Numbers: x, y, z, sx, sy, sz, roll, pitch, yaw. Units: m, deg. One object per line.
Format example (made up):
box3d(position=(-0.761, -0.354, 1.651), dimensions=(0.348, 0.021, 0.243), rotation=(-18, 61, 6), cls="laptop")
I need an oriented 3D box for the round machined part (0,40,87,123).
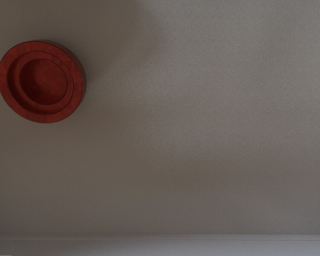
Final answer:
box3d(position=(-0.139, -0.058, 0.379), dimensions=(0.099, 0.042, 0.097), rotation=(0, 110, -1), cls="round machined part")
